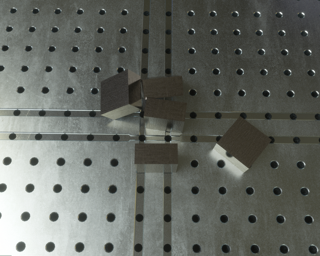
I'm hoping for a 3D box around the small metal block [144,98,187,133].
[{"bbox_3d":[0.007,-0.015,0.404,0.050,0.050,0.025,8,73,2],"label":"small metal block"}]

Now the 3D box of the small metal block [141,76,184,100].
[{"bbox_3d":[0.001,-0.056,0.414,0.050,0.050,0.025,-7,101,-7],"label":"small metal block"}]

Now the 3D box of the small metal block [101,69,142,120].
[{"bbox_3d":[-0.052,-0.044,0.414,0.050,0.025,0.050,-17,66,33],"label":"small metal block"}]

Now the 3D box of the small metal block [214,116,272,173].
[{"bbox_3d":[0.107,0.021,0.405,0.050,0.025,0.050,39,74,13],"label":"small metal block"}]

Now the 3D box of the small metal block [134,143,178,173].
[{"bbox_3d":[-0.004,0.038,0.384,0.050,0.050,0.025,0,70,0],"label":"small metal block"}]
